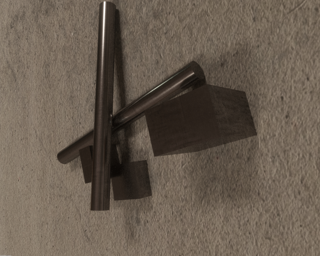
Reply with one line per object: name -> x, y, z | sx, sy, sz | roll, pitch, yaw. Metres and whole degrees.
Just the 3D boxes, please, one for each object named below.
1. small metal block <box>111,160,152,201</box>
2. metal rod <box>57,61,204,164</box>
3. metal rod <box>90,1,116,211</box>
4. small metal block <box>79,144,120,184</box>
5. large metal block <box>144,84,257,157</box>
small metal block -> -0.042, 0.074, 0.437 | 0.050, 0.025, 0.050 | -15, 81, 38
metal rod -> -0.062, -0.009, 0.453 | 0.299, 0.025, 0.025 | -29, 72, 35
metal rod -> -0.079, -0.038, 0.439 | 0.025, 0.025, 0.298 | -9, 75, 39
small metal block -> -0.087, 0.052, 0.458 | 0.025, 0.050, 0.050 | -22, 76, 38
large metal block -> 0.044, -0.005, 0.331 | 0.080, 0.081, 0.050 | -20, 77, 38
